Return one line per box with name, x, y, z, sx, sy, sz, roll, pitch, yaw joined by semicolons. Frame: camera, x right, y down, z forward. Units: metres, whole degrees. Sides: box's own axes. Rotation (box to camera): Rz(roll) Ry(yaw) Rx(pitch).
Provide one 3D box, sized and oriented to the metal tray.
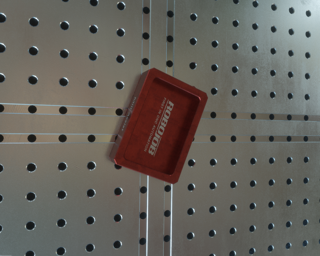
metal tray;0.000;-0.002;0.409;0.090;0.030;0.130;23;83;-19
